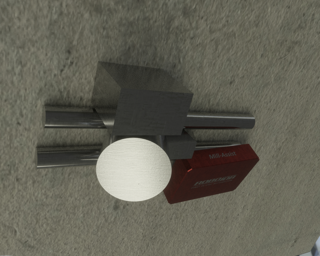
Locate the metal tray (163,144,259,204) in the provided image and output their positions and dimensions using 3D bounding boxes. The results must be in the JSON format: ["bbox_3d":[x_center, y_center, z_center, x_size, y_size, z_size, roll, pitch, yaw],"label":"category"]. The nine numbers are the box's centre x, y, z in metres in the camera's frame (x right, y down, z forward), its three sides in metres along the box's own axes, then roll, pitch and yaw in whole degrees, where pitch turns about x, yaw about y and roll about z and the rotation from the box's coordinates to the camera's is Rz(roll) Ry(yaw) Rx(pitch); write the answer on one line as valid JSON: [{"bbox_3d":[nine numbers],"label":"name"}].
[{"bbox_3d":[0.077,0.070,0.474,0.131,0.030,0.089,-5,138,-28],"label":"metal tray"}]

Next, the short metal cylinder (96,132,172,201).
[{"bbox_3d":[-0.029,0.036,0.354,0.081,0.050,0.079,-1,114,-2],"label":"short metal cylinder"}]

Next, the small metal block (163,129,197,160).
[{"bbox_3d":[0.012,0.017,0.411,0.050,0.050,0.025,1,118,-29],"label":"small metal block"}]

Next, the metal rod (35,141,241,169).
[{"bbox_3d":[-0.009,0.034,0.426,0.303,0.025,0.025,0,119,-29],"label":"metal rod"}]

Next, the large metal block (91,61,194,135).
[{"bbox_3d":[-0.023,-0.033,0.342,0.081,0.080,0.050,1,118,-29],"label":"large metal block"}]

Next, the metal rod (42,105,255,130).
[{"bbox_3d":[0.007,-0.011,0.407,0.303,0.025,0.025,1,118,-29],"label":"metal rod"}]
